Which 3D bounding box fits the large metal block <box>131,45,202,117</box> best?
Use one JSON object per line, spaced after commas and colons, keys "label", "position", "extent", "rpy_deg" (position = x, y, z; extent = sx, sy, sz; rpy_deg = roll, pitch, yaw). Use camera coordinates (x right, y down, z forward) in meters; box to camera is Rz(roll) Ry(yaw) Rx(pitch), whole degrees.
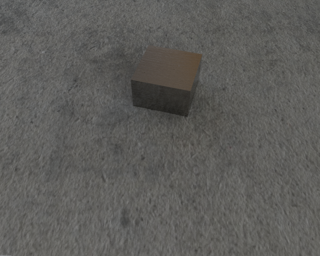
{"label": "large metal block", "position": [0.011, -0.069, 0.445], "extent": [0.080, 0.050, 0.080], "rpy_deg": [12, 51, 10]}
